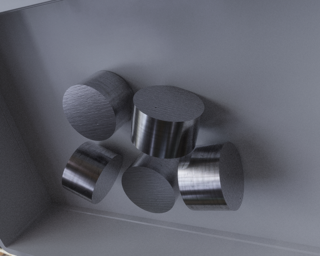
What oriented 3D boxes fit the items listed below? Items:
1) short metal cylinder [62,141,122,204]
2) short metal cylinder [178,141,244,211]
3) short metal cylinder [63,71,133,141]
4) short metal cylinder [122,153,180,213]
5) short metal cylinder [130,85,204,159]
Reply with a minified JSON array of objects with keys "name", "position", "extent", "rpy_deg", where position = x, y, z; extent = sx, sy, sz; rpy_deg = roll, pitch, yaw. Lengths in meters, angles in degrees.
[{"name":"short metal cylinder","position":[-0.099,0.066,0.461],"extent":[0.050,0.080,0.079],"rpy_deg":[24,127,13]},{"name":"short metal cylinder","position":[0.063,0.059,0.373],"extent":[0.050,0.080,0.080],"rpy_deg":[-9,114,32]},{"name":"short metal cylinder","position":[-0.080,-0.030,0.412],"extent":[0.080,0.050,0.079],"rpy_deg":[13,124,20]},{"name":"short metal cylinder","position":[-0.006,0.073,0.437],"extent":[0.080,0.050,0.079],"rpy_deg":[13,124,20]},{"name":"short metal cylinder","position":[0.007,-0.009,0.362],"extent":[0.080,0.080,0.050],"rpy_deg":[20,126,16]}]
